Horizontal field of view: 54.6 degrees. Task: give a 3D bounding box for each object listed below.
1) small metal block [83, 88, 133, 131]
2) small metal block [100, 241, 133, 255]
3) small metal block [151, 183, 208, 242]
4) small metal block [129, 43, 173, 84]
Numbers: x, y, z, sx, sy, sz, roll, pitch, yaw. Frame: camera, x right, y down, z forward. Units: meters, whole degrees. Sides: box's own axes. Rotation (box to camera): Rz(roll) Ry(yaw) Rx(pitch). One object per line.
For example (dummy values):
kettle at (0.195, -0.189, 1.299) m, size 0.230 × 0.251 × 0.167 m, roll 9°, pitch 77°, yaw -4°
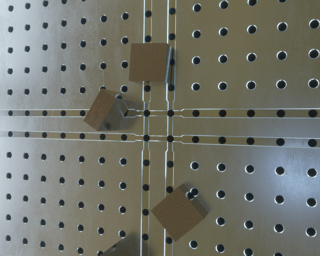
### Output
small metal block at (-0.070, -0.024, 0.425) m, size 0.025 × 0.050 × 0.050 m, roll 35°, pitch 101°, yaw 17°
small metal block at (-0.057, 0.189, 0.420) m, size 0.050 × 0.050 × 0.025 m, roll 40°, pitch 103°, yaw 15°
small metal block at (0.025, 0.109, 0.404) m, size 0.050 × 0.025 × 0.050 m, roll -44°, pitch 77°, yaw 15°
small metal block at (-0.012, -0.086, 0.417) m, size 0.050 × 0.025 × 0.050 m, roll 5°, pitch 92°, yaw 20°
